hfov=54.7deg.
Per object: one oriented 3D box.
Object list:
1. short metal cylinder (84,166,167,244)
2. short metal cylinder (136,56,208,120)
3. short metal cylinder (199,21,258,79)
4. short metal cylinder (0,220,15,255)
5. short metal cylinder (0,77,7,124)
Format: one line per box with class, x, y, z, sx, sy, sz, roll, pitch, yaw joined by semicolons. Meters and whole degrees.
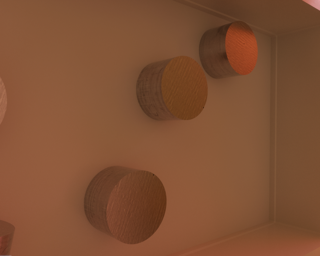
short metal cylinder;-0.039;0.086;0.357;0.081;0.050;0.080;0;90;-40
short metal cylinder;0.016;-0.050;0.404;0.081;0.050;0.080;0;90;-40
short metal cylinder;0.106;-0.119;0.479;0.081;0.050;0.080;0;90;-40
short metal cylinder;-0.160;0.100;0.237;0.081;0.080;0.050;14;81;-39
short metal cylinder;-0.172;-0.022;0.246;0.081;0.050;0.080;0;90;-40
